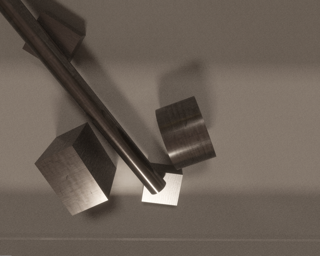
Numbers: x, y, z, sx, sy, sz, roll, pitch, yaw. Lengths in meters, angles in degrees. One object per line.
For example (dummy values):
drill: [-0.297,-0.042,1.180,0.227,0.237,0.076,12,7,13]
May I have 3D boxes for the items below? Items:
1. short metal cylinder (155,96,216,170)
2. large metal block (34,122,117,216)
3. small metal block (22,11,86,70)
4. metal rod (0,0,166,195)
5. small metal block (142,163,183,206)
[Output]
short metal cylinder: [0.032,0.006,0.385,0.050,0.080,0.080,-20,109,7]
large metal block: [-0.103,0.049,0.399,0.050,0.080,0.080,-25,108,9]
small metal block: [-0.126,-0.103,0.371,0.050,0.025,0.050,32,107,-12]
metal rod: [-0.088,-0.035,0.370,0.025,0.025,0.300,-34,107,11]
small metal block: [0.003,0.079,0.441,0.050,0.025,0.050,8,110,-4]
